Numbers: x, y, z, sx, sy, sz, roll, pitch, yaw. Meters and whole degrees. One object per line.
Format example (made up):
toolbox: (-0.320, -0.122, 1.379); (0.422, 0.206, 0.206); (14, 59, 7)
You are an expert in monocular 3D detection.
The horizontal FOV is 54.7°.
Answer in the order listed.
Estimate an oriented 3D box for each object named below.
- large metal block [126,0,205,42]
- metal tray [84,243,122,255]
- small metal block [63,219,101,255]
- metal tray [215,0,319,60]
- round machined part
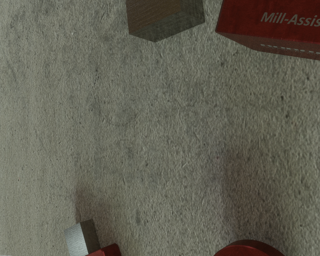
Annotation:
large metal block: (0.004, -0.162, 0.384); (0.080, 0.050, 0.080); (-10, 84, 39)
metal tray: (-0.081, 0.252, 0.466); (0.090, 0.030, 0.130); (-35, 69, 34)
small metal block: (-0.128, 0.183, 0.508); (0.050, 0.025, 0.050); (-32, 70, 35)
metal tray: (0.125, -0.079, 0.258); (0.130, 0.091, 0.030); (22, 104, 37)
round machined part: (0.099, 0.162, 0.312); (0.098, 0.042, 0.097); (0, 90, 39)
